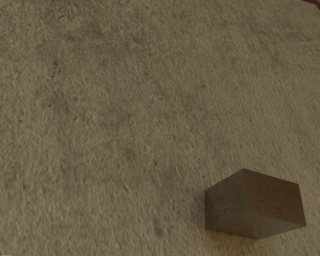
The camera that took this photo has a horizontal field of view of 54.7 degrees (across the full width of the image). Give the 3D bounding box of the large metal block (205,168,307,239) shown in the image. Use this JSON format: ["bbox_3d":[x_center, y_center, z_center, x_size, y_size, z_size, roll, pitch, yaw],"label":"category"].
[{"bbox_3d":[0.110,0.095,0.372,0.081,0.080,0.050,17,55,-19],"label":"large metal block"}]
